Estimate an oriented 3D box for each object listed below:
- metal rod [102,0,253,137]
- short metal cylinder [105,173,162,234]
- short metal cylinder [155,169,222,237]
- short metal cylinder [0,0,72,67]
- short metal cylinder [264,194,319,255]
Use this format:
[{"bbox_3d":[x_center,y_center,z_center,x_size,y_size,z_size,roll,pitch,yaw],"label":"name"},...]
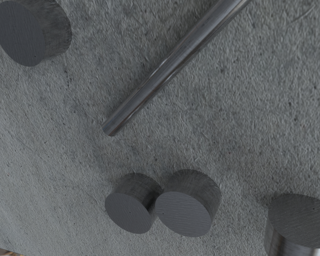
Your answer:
[{"bbox_3d":[0.016,-0.075,0.352,0.025,0.025,0.299,46,129,-4],"label":"metal rod"},{"bbox_3d":[-0.038,0.117,0.483,0.080,0.050,0.079,13,124,21],"label":"short metal cylinder"},{"bbox_3d":[0.040,0.105,0.434,0.080,0.050,0.079,13,124,21],"label":"short metal cylinder"},{"bbox_3d":[-0.163,-0.125,0.399,0.080,0.050,0.079,13,124,21],"label":"short metal cylinder"},{"bbox_3d":[0.166,0.124,0.361,0.080,0.080,0.050,10,123,23],"label":"short metal cylinder"}]
